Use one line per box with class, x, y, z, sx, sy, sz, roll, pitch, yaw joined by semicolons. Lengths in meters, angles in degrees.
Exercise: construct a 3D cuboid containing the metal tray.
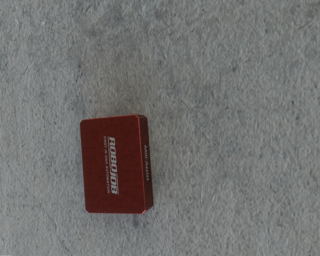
metal tray;-0.060;0.050;0.428;0.090;0.030;0.129;-5;88;20
